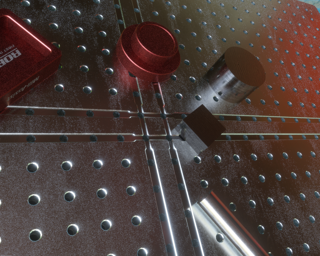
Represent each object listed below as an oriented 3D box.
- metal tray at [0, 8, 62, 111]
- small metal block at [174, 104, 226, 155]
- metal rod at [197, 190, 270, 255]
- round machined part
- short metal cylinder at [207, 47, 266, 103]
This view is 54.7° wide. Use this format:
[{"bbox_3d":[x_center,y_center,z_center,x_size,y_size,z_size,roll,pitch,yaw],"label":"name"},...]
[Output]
[{"bbox_3d":[-0.189,-0.073,0.347,0.090,0.030,0.131,39,51,-2],"label":"metal tray"},{"bbox_3d":[0.058,0.001,0.440,0.050,0.025,0.050,48,51,5],"label":"small metal block"},{"bbox_3d":[0.154,0.198,0.372,0.300,0.025,0.025,49,51,6],"label":"metal rod"},{"bbox_3d":[-0.012,-0.121,0.466,0.099,0.042,0.098,14,56,-21],"label":"round machined part"},{"bbox_3d":[0.127,-0.088,0.517,0.081,0.050,0.080,14,56,-21],"label":"short metal cylinder"}]
